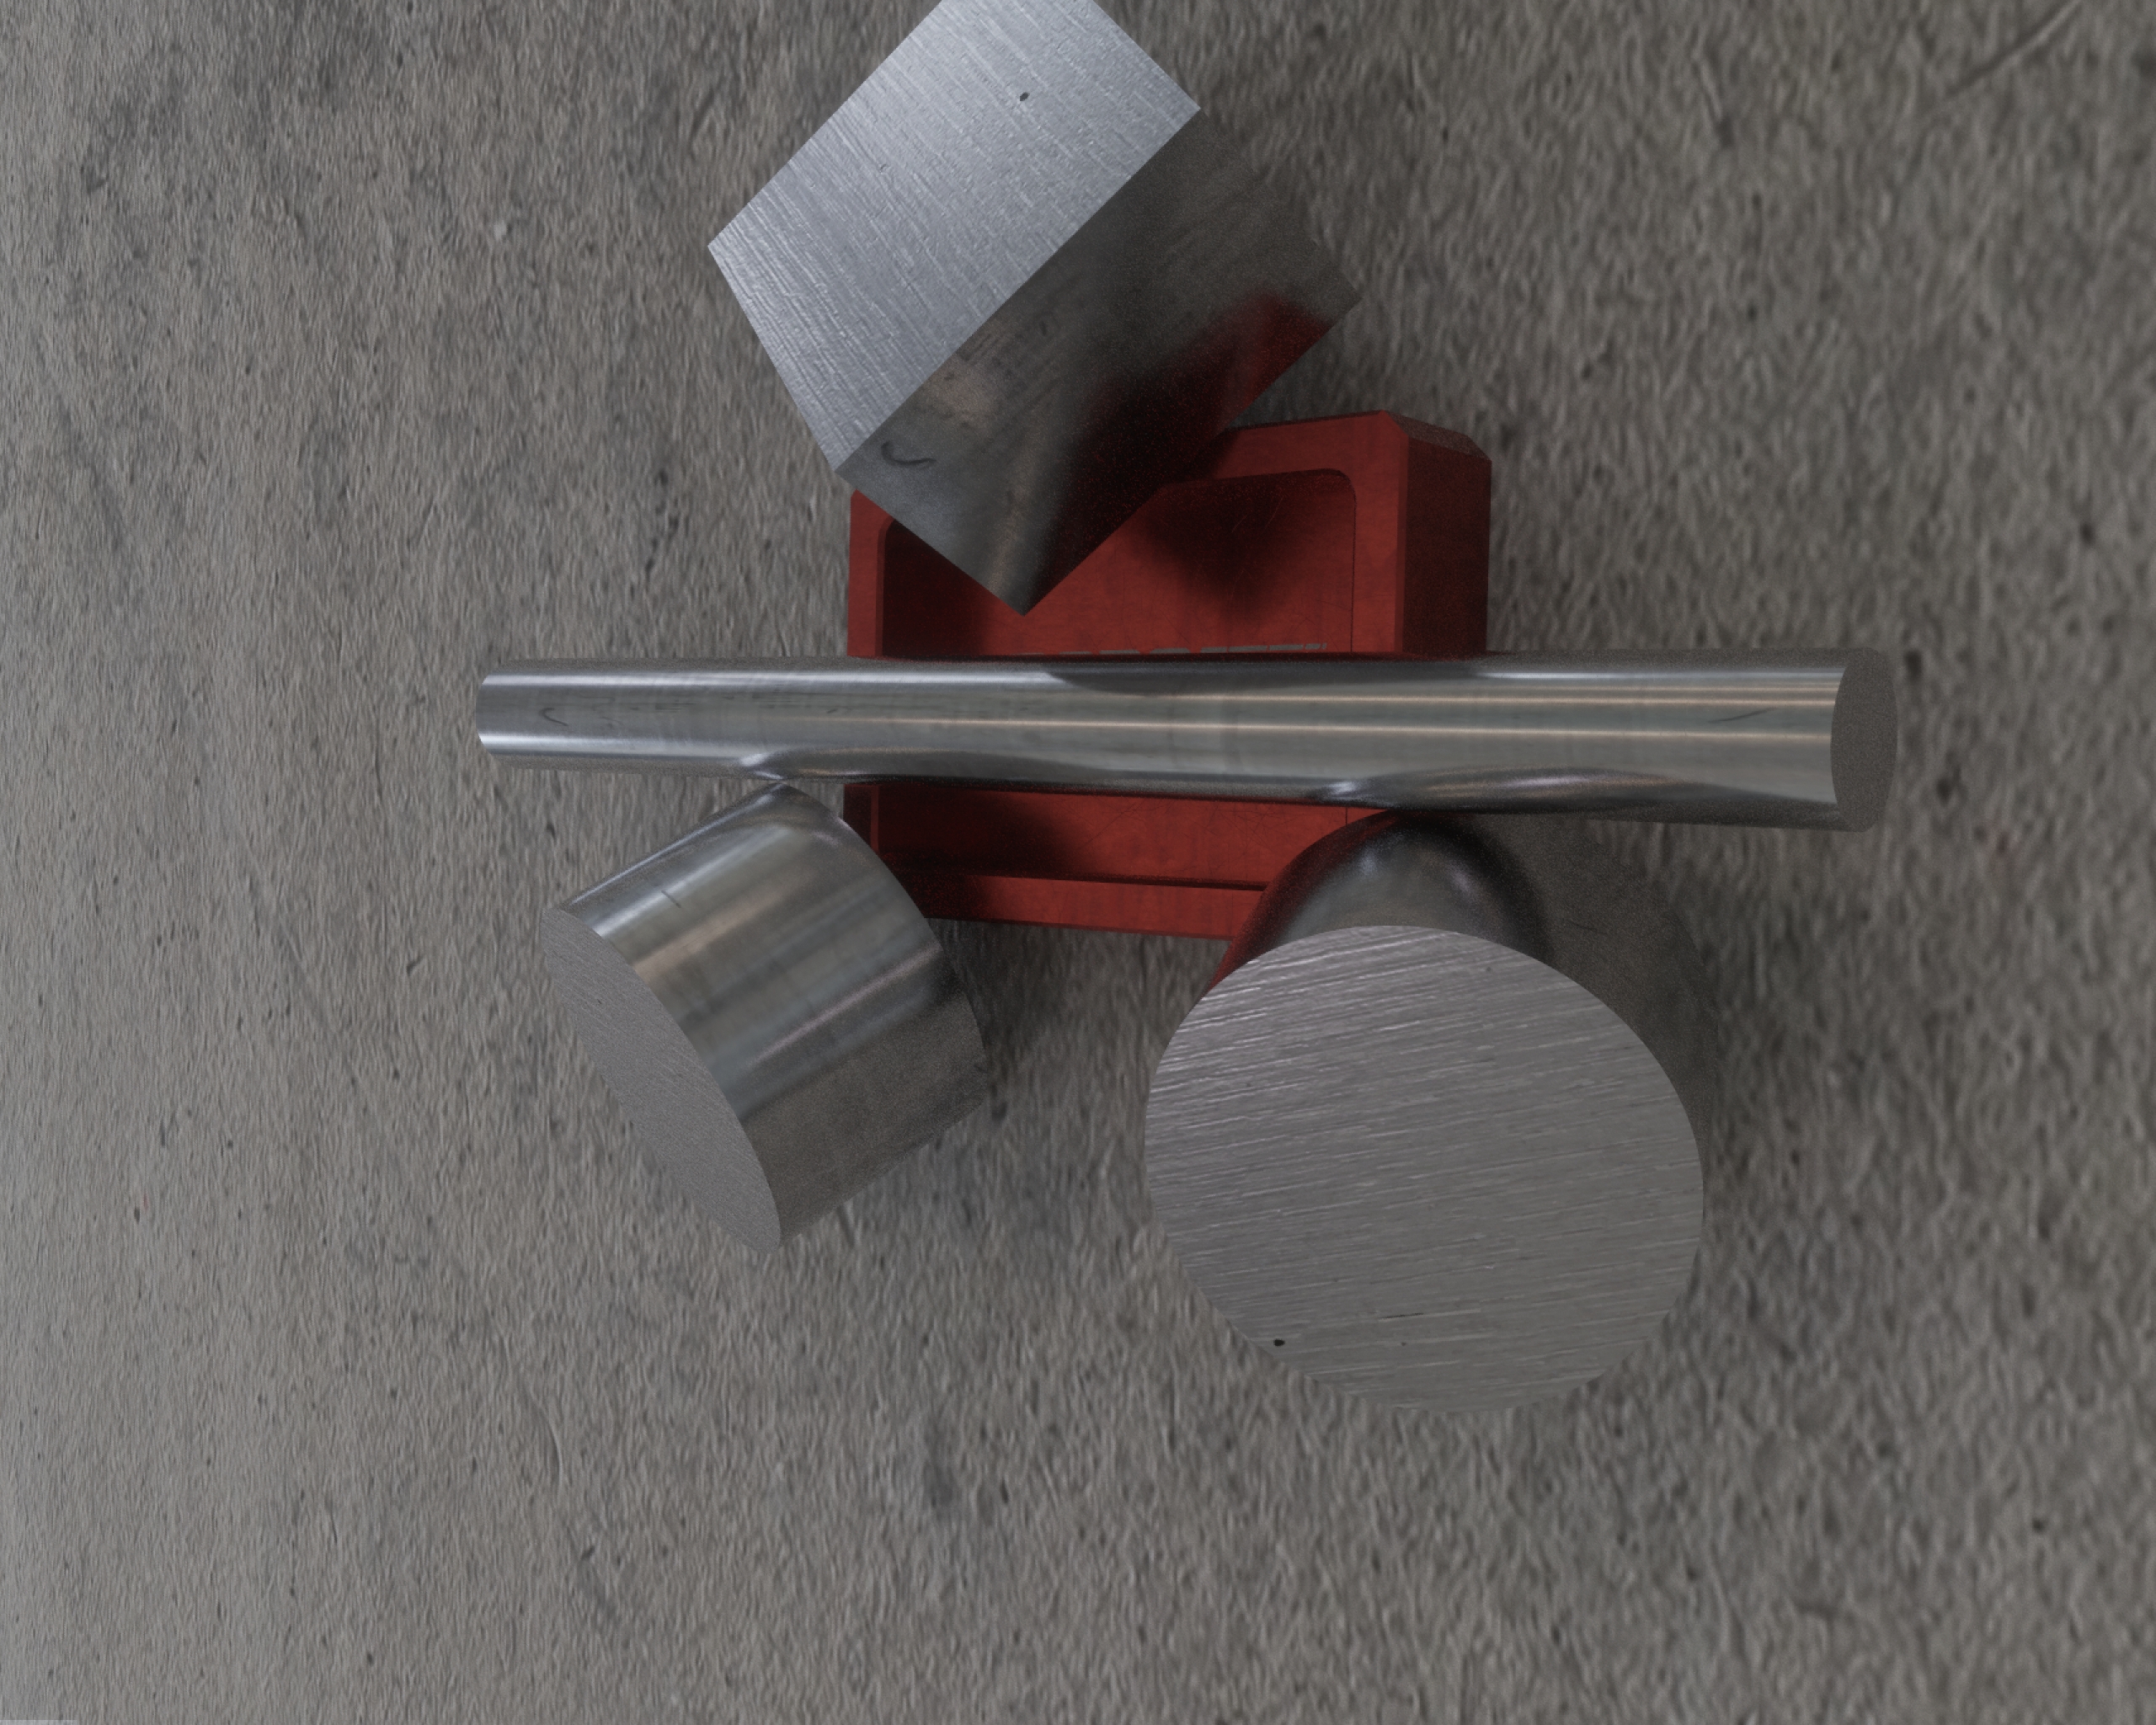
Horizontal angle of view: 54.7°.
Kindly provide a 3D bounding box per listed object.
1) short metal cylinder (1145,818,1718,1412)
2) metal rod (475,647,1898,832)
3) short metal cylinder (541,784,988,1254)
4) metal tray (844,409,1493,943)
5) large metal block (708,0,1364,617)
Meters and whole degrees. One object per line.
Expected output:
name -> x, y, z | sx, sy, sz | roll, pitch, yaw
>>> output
short metal cylinder -> 0.056, 0.037, 0.323 | 0.080, 0.050, 0.079 | 7, 114, 16
metal rod -> -0.010, -0.025, 0.375 | 0.300, 0.025, 0.025 | 4, 93, 39
short metal cylinder -> -0.063, 0.031, 0.418 | 0.080, 0.050, 0.080 | 40, 150, 30
metal tray -> 0.012, -0.032, 0.394 | 0.130, 0.030, 0.089 | 3, 92, 40
large metal block -> -0.010, -0.105, 0.370 | 0.080, 0.050, 0.080 | -42, 47, 14
